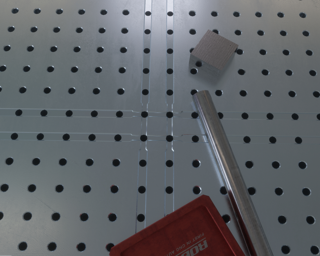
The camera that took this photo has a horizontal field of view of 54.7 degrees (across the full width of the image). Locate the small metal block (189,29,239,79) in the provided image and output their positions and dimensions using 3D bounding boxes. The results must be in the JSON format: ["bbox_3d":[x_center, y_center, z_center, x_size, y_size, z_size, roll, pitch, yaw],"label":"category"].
[{"bbox_3d":[0.078,-0.108,0.452,0.050,0.025,0.050,32,73,11],"label":"small metal block"}]

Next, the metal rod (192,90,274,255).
[{"bbox_3d":[0.099,0.089,0.380,0.025,0.025,0.299,-16,71,-6],"label":"metal rod"}]

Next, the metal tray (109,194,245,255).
[{"bbox_3d":[0.020,0.147,0.355,0.131,0.030,0.090,-28,73,-10],"label":"metal tray"}]
